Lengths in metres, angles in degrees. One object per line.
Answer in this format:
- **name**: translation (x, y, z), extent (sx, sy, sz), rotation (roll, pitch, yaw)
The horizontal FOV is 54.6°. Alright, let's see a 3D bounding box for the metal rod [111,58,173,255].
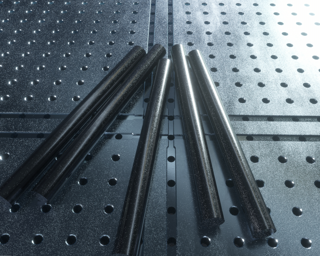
- **metal rod**: translation (-0.014, 0.013, 0.397), extent (0.025, 0.025, 0.300), rotation (6, 50, 5)

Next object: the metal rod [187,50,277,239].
- **metal rod**: translation (0.082, -0.005, 0.412), extent (0.025, 0.025, 0.300), rotation (-7, 50, -6)

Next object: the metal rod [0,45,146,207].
- **metal rod**: translation (-0.103, -0.023, 0.426), extent (0.025, 0.025, 0.301), rotation (22, 53, 17)

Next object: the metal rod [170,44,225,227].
- **metal rod**: translation (0.043, -0.015, 0.421), extent (0.025, 0.025, 0.300), rotation (-4, 50, -3)

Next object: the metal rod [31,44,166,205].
- **metal rod**: translation (-0.067, -0.026, 0.430), extent (0.025, 0.025, 0.301), rotation (20, 53, 16)
